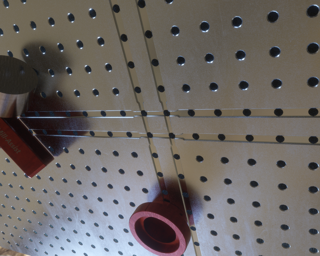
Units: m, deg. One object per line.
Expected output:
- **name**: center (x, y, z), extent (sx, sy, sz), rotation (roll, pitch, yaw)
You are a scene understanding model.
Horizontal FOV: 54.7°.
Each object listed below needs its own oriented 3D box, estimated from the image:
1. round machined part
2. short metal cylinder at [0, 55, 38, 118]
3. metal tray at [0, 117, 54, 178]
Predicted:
- **round machined part**: center (0.003, 0.156, 0.495), extent (0.098, 0.042, 0.097), rotation (13, 124, 21)
- **short metal cylinder**: center (-0.228, -0.062, 0.458), extent (0.080, 0.080, 0.050), rotation (39, 129, 2)
- **metal tray**: center (-0.235, 0.017, 0.507), extent (0.130, 0.030, 0.090), rotation (50, 173, -8)
